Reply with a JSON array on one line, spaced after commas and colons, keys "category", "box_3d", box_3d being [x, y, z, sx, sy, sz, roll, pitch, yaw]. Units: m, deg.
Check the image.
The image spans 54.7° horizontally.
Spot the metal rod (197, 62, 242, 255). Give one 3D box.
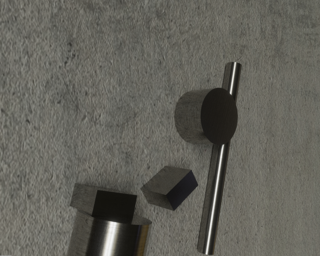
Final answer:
[{"category": "metal rod", "box_3d": [0.095, 0.042, 0.487, 0.025, 0.025, 0.299, 17, 79, -39]}]

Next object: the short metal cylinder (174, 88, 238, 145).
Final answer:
[{"category": "short metal cylinder", "box_3d": [0.067, -0.016, 0.447, 0.081, 0.050, 0.079, 0, 90, -40]}]

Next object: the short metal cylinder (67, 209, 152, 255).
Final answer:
[{"category": "short metal cylinder", "box_3d": [-0.053, 0.118, 0.327, 0.080, 0.080, 0.050, 18, 79, -39]}]

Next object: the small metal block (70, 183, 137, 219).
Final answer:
[{"category": "small metal block", "box_3d": [-0.062, 0.079, 0.338, 0.050, 0.050, 0.025, 18, 78, -39]}]

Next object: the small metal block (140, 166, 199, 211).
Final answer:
[{"category": "small metal block", "box_3d": [0.012, 0.076, 0.401, 0.050, 0.050, 0.025, -38, 114, -34]}]
